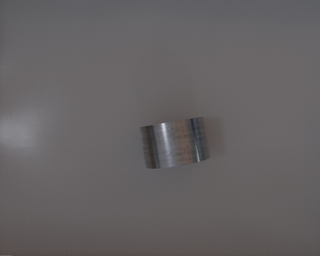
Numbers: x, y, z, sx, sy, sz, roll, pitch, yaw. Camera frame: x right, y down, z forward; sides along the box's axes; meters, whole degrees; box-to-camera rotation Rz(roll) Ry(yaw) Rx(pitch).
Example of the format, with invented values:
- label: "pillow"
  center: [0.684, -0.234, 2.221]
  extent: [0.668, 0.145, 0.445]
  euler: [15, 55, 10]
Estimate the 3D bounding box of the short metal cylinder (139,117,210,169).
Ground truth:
- label: "short metal cylinder"
  center: [0.018, 0.017, 0.384]
  extent: [0.080, 0.080, 0.050]
  euler: [-10, 90, 0]
